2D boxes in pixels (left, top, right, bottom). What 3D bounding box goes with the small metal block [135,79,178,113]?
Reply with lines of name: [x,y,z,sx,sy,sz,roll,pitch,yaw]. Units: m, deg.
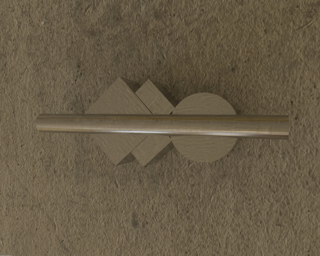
small metal block: [0.002,-0.033,0.397,0.025,0.050,0.050,-44,77,15]

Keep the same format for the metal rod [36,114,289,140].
metal rod: [-0.014,-0.004,0.360,0.301,0.025,0.025,1,91,19]

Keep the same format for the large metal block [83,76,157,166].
large metal block: [-0.045,-0.009,0.411,0.080,0.050,0.080,-44,77,14]

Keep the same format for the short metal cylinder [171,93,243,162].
short metal cylinder: [0.057,-0.001,0.376,0.080,0.050,0.080,0,90,20]

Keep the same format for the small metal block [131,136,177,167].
small metal block: [-0.002,0.022,0.399,0.050,0.050,0.025,-44,77,15]
